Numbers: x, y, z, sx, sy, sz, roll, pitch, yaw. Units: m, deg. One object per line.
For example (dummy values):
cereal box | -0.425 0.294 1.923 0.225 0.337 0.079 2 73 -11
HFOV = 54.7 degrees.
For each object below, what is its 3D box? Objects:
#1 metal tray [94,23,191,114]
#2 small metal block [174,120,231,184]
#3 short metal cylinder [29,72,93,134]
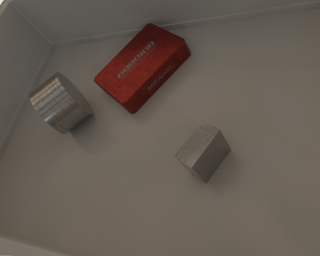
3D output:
metal tray | -0.028 -0.094 0.473 0.130 0.030 0.090 -47 52 -5
small metal block | 0.049 0.028 0.346 0.025 0.050 0.050 31 79 37
short metal cylinder | -0.148 -0.037 0.469 0.050 0.080 0.080 -38 51 3
